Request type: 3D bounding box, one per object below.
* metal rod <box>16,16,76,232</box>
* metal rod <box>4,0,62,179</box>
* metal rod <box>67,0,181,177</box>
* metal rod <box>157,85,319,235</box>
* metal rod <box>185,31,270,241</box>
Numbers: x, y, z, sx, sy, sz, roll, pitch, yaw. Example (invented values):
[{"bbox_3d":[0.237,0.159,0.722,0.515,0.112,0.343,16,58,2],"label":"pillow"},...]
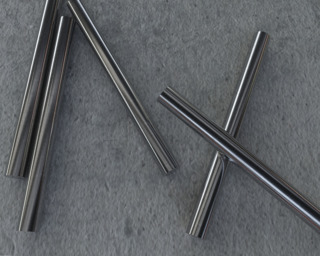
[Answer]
[{"bbox_3d":[-0.147,-0.019,0.413,0.025,0.025,0.299,3,70,1],"label":"metal rod"},{"bbox_3d":[-0.171,-0.079,0.434,0.025,0.025,0.299,3,70,1],"label":"metal rod"},{"bbox_3d":[-0.058,-0.068,0.432,0.025,0.025,0.299,-28,73,-10],"label":"metal rod"},{"bbox_3d":[0.119,0.053,0.369,0.300,0.025,0.025,40,75,5],"label":"metal rod"},{"bbox_3d":[0.096,-0.004,0.410,0.025,0.025,0.300,20,71,7],"label":"metal rod"}]
